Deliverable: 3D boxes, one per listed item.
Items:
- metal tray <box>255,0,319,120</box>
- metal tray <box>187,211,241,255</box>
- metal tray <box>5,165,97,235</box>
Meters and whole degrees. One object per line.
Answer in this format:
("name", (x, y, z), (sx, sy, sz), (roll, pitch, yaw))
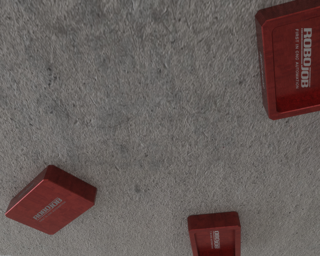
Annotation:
("metal tray", (0.159, -0.074, 0.342), (0.090, 0.030, 0.129), (-13, 129, 10))
("metal tray", (0.104, 0.211, 0.583), (0.090, 0.030, 0.129), (-7, 130, 6))
("metal tray", (-0.178, 0.122, 0.506), (0.090, 0.030, 0.130), (36, 121, -27))
